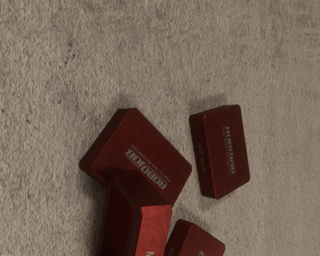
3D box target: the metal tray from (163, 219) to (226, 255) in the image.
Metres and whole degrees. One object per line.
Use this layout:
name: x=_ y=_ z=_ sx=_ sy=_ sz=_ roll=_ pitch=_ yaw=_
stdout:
metal tray: x=0.036 y=0.207 z=0.434 sx=0.090 sy=0.030 sz=0.130 roll=42 pitch=64 yaw=-32

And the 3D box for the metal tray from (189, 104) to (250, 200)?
metal tray: x=0.096 y=0.034 z=0.485 sx=0.091 sy=0.030 sz=0.129 roll=-17 pitch=101 yaw=-39

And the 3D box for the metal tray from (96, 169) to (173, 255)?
metal tray: x=-0.032 y=0.118 z=0.313 sx=0.030 sy=0.090 sz=0.129 roll=4 pitch=104 yaw=-28

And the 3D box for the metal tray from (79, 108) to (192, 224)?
metal tray: x=-0.023 y=0.048 z=0.384 sx=0.130 sy=0.030 sz=0.090 roll=47 pitch=62 yaw=-30
